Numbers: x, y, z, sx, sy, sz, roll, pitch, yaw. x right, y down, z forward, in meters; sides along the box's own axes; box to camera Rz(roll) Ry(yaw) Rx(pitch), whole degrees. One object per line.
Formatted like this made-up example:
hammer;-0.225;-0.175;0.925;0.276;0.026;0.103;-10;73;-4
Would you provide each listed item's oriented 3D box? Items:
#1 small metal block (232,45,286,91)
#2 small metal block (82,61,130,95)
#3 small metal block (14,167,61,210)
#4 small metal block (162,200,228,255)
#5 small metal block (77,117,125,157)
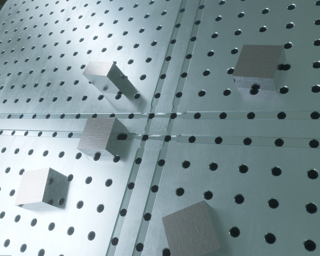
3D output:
small metal block;0.125;-0.077;0.390;0.050;0.025;0.050;11;67;32
small metal block;-0.083;-0.078;0.485;0.050;0.050;0.025;10;67;32
small metal block;-0.176;0.088;0.448;0.050;0.025;0.050;-12;57;22
small metal block;0.035;0.111;0.323;0.050;0.025;0.050;-26;53;12
small metal block;-0.085;0.013;0.446;0.050;0.025;0.050;-1;61;28
